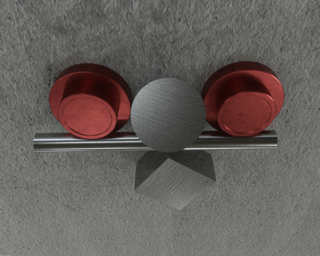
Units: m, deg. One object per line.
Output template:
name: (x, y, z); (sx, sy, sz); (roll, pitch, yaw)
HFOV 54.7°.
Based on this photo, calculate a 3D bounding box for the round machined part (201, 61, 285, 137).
round machined part: (0.101, -0.028, 0.375); (0.099, 0.042, 0.097); (0, 130, 0)

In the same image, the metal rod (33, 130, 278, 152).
metal rod: (-0.006, 0.017, 0.395); (0.302, 0.025, 0.025); (-1, 130, 0)

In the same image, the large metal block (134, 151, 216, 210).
large metal block: (0.020, 0.064, 0.444); (0.080, 0.050, 0.080); (28, 125, -22)

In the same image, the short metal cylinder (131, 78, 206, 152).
short metal cylinder: (0.009, -0.015, 0.355); (0.080, 0.050, 0.079); (0, 95, 0)

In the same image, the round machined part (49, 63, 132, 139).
round machined part: (-0.084, -0.025, 0.375); (0.099, 0.042, 0.097); (0, 130, 0)
